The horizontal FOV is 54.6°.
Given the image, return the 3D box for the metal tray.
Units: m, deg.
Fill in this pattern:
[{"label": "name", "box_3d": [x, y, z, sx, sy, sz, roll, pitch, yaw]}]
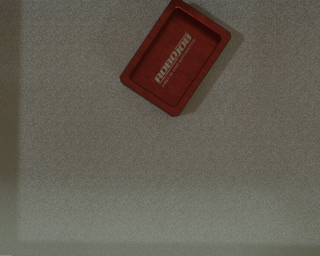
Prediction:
[{"label": "metal tray", "box_3d": [0.020, -0.090, 0.408, 0.090, 0.030, 0.130, 34, 90, 0]}]
